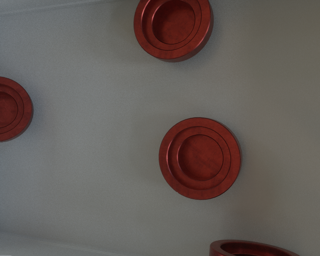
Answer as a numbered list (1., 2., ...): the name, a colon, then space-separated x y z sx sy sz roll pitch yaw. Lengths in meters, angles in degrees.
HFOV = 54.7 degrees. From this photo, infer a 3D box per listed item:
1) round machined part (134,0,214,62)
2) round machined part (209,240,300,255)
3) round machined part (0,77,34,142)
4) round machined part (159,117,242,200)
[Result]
1. round machined part: 0.020 -0.132 0.394 0.098 0.042 0.097 0 90 20
2. round machined part: 0.102 0.155 0.333 0.098 0.098 0.042 3 83 20
3. round machined part: -0.245 -0.026 0.472 0.099 0.042 0.097 2 83 -15
4. round machined part: 0.052 0.036 0.383 0.098 0.042 0.097 0 90 20
